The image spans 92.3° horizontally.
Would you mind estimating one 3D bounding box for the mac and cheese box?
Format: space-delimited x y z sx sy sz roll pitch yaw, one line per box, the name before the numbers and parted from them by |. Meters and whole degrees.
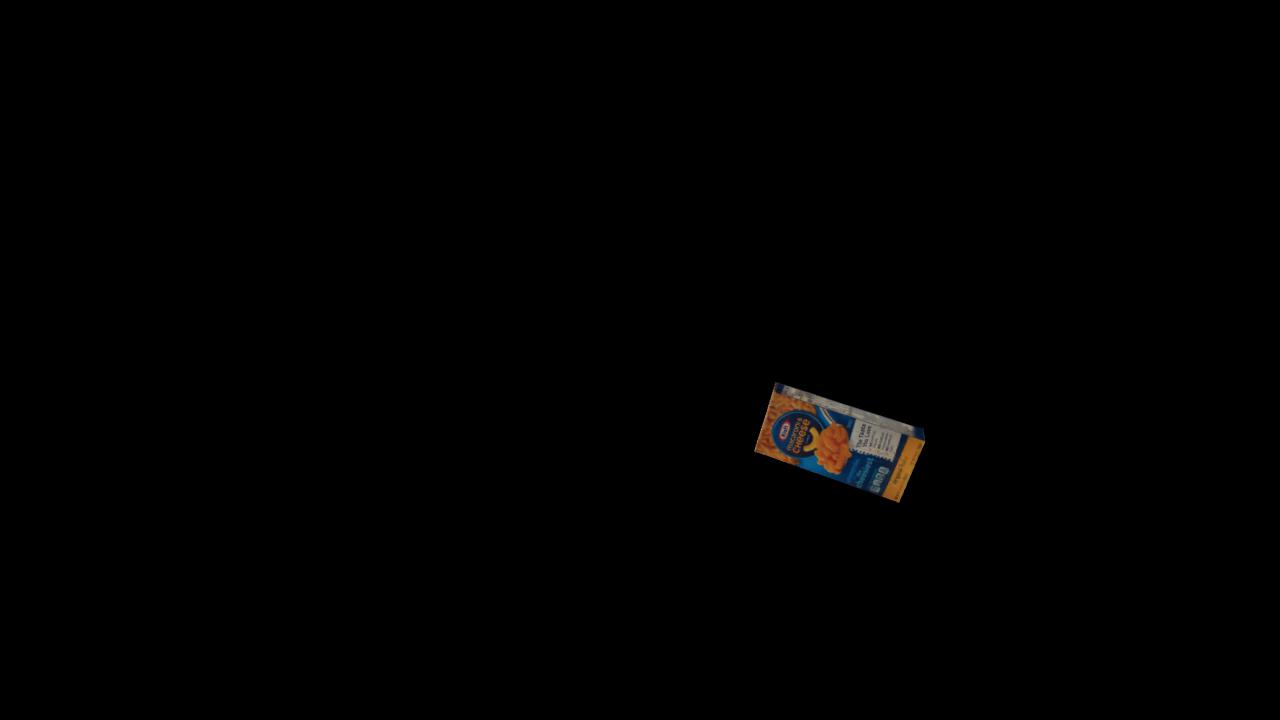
mac and cheese box | 0.244 0.101 0.766 0.184 0.093 0.041 18 26 14
